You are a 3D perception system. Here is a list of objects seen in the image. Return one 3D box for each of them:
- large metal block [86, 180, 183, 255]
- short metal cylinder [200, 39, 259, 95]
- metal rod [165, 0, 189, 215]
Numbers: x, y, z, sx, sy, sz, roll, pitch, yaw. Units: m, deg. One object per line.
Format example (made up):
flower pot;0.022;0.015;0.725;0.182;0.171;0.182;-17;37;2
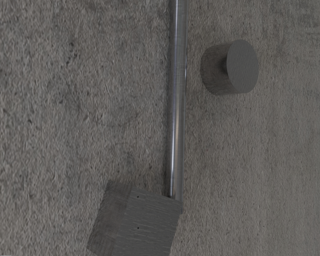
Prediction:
large metal block;-0.028;0.114;0.366;0.080;0.050;0.080;27;73;-37
short metal cylinder;0.108;-0.092;0.479;0.081;0.050;0.079;0;90;-40
metal rod;0.023;-0.034;0.423;0.025;0.025;0.298;3;88;-40
